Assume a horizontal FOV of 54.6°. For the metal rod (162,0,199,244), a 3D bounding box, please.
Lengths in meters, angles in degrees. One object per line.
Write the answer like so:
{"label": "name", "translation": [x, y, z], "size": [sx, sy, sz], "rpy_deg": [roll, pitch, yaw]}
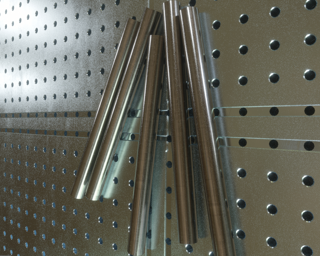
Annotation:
{"label": "metal rod", "translation": [0.025, -0.010, 0.390], "size": [0.025, 0.025, 0.299], "rpy_deg": [-7, 86, 40]}

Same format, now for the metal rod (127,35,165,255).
{"label": "metal rod", "translation": [-0.018, 0.027, 0.425], "size": [0.025, 0.025, 0.298], "rpy_deg": [10, 97, 39]}

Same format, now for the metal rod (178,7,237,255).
{"label": "metal rod", "translation": [0.055, 0.004, 0.365], "size": [0.025, 0.025, 0.299], "rpy_deg": [-13, 82, 39]}

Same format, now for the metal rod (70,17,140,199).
{"label": "metal rod", "translation": [-0.087, -0.020, 0.482], "size": [0.025, 0.025, 0.298], "rpy_deg": [34, 111, 35]}

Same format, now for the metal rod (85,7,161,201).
{"label": "metal rod", "translation": [-0.058, -0.024, 0.459], "size": [0.025, 0.025, 0.298], "rpy_deg": [32, 110, 35]}
